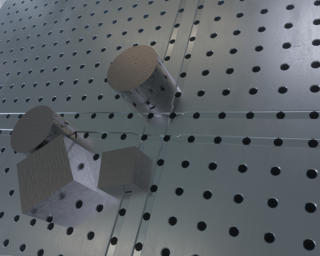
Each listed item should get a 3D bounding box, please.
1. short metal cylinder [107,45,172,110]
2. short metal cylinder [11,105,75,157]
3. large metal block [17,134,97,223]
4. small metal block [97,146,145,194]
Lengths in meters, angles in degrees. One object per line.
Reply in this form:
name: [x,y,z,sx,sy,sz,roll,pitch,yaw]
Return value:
short metal cylinder: [-0.029,-0.074,0.453,0.080,0.050,0.080,-13,56,21]
short metal cylinder: [-0.180,0.012,0.479,0.080,0.050,0.080,-13,56,21]
large metal block: [-0.143,0.069,0.425,0.080,0.050,0.080,-33,52,6]
small metal block: [-0.050,0.055,0.401,0.050,0.025,0.050,-12,57,21]
